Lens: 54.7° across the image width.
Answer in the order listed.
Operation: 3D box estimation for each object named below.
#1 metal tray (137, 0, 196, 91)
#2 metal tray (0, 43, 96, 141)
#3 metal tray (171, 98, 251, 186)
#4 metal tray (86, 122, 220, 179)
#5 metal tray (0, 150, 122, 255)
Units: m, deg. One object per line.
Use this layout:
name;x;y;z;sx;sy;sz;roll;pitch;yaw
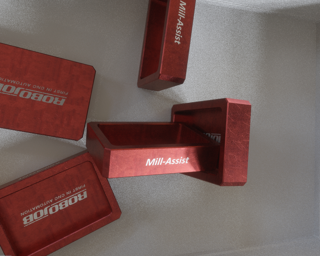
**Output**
metal tray;0.007;-0.115;0.378;0.030;0.090;0.129;9;87;-20
metal tray;-0.148;-0.040;0.353;0.131;0.030;0.090;11;86;-20
metal tray;0.053;0.014;0.373;0.030;0.130;0.089;4;89;-24
metal tray;-0.010;0.020;0.352;0.131;0.090;0.030;0;108;-25
metal tray;-0.122;0.090;0.362;0.131;0.030;0.090;-24;98;-19
